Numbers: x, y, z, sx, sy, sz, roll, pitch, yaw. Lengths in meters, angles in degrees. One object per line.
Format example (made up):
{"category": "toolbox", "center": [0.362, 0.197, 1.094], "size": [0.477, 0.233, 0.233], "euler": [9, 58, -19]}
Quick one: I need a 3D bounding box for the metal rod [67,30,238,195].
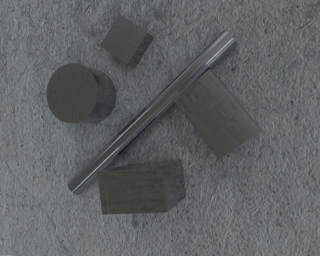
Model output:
{"category": "metal rod", "center": [-0.019, -0.012, 0.415], "size": [0.299, 0.025, 0.025], "euler": [-43, 77, 14]}

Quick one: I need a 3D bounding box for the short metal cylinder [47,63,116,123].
{"category": "short metal cylinder", "center": [-0.109, -0.046, 0.434], "size": [0.080, 0.050, 0.080], "euler": [0, 90, 20]}

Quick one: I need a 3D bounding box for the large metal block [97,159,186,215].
{"category": "large metal block", "center": [-0.019, 0.071, 0.386], "size": [0.080, 0.080, 0.050], "euler": [-8, 88, 20]}

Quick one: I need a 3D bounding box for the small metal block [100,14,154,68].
{"category": "small metal block", "center": [-0.045, -0.119, 0.425], "size": [0.050, 0.025, 0.050], "euler": [37, 102, 16]}

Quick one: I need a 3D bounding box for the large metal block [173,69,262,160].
{"category": "large metal block", "center": [0.069, -0.014, 0.355], "size": [0.050, 0.080, 0.080], "euler": [-40, 78, 16]}
